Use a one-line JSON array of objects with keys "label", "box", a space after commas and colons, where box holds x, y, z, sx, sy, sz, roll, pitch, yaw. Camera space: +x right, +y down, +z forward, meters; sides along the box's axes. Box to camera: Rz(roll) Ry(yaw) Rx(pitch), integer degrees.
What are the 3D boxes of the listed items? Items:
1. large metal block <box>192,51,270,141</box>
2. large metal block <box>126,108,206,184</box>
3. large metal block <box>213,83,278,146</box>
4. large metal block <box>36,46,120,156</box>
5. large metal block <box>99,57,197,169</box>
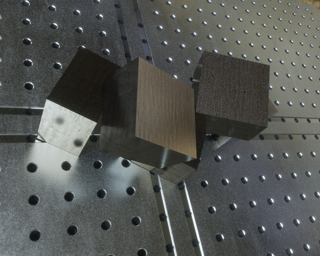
[{"label": "large metal block", "box": [0.081, -0.037, 0.371, 0.081, 0.050, 0.080, 12, 68, -4]}, {"label": "large metal block", "box": [0.008, 0.012, 0.390, 0.080, 0.050, 0.080, 28, 52, -11]}, {"label": "large metal block", "box": [0.107, -0.031, 0.452, 0.050, 0.080, 0.080, -18, 71, -35]}, {"label": "large metal block", "box": [-0.089, -0.028, 0.342, 0.050, 0.080, 0.080, 27, 52, -12]}, {"label": "large metal block", "box": [-0.010, -0.011, 0.311, 0.080, 0.050, 0.080, 23, 57, -41]}]
